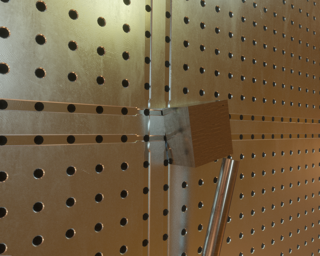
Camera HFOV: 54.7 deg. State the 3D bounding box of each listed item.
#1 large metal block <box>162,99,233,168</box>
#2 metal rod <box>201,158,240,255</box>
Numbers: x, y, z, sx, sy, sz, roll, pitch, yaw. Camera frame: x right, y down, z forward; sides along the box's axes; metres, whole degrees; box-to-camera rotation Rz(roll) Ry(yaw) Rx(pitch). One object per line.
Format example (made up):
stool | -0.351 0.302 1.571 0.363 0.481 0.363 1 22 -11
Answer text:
large metal block | 0.055 0.005 0.439 0.081 0.050 0.079 -13 98 -39
metal rod | 0.071 0.191 0.446 0.025 0.025 0.298 14 88 -39
